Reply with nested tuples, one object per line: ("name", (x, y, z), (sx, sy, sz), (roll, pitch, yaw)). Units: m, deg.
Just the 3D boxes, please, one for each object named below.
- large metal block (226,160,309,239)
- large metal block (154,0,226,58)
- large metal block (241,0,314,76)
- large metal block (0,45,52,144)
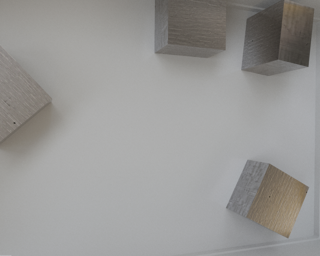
("large metal block", (0.158, 0.102, 0.455), (0.080, 0.050, 0.080), (30, 80, -18))
("large metal block", (0.039, -0.141, 0.411), (0.081, 0.050, 0.080), (0, 90, -20))
("large metal block", (0.165, -0.124, 0.442), (0.050, 0.080, 0.080), (8, 88, -20))
("large metal block", (-0.176, -0.034, 0.332), (0.080, 0.050, 0.080), (-44, 104, -15))
